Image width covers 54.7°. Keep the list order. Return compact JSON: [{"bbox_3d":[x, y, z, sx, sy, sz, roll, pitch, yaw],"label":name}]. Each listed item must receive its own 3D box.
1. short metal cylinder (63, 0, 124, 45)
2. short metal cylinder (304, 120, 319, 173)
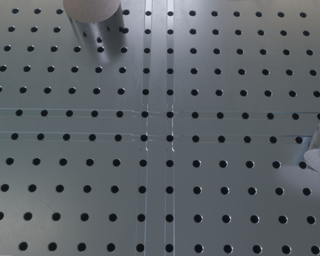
[{"bbox_3d":[-0.096,-0.172,0.461,0.081,0.050,0.080,0,70,0],"label":"short metal cylinder"},{"bbox_3d":[0.225,0.027,0.374,0.080,0.080,0.050,29,73,10],"label":"short metal cylinder"}]
